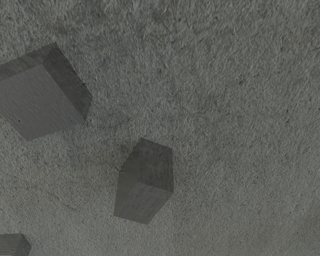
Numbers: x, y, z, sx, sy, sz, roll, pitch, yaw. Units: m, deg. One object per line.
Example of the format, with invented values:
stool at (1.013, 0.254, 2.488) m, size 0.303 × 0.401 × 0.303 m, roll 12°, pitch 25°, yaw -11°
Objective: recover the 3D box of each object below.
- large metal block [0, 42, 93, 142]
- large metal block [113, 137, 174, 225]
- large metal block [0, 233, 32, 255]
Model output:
large metal block at (-0.137, -0.039, 0.356) m, size 0.080 × 0.050 × 0.080 m, roll -18°, pitch 128°, yaw 14°
large metal block at (-0.023, 0.074, 0.434) m, size 0.050 × 0.080 × 0.080 m, roll 21°, pitch 127°, yaw -17°
large metal block at (-0.301, 0.249, 0.580) m, size 0.080 × 0.080 × 0.050 m, roll -3°, pitch 130°, yaw 3°
